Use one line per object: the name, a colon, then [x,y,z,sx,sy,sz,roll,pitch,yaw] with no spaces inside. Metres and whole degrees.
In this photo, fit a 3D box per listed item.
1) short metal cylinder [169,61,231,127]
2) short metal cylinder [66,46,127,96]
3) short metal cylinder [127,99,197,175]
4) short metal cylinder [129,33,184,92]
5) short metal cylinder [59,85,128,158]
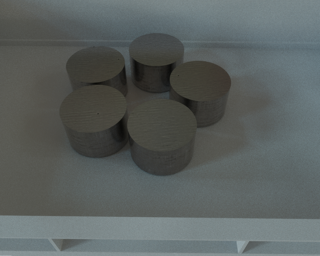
short metal cylinder: [0.053,-0.048,0.426,0.080,0.050,0.080,0,50,0]
short metal cylinder: [-0.089,-0.074,0.447,0.080,0.050,0.080,0,50,0]
short metal cylinder: [0.003,0.010,0.377,0.080,0.050,0.080,0,50,0]
short metal cylinder: [-0.005,-0.100,0.470,0.080,0.050,0.080,0,50,0]
short metal cylinder: [-0.080,-0.009,0.393,0.080,0.050,0.080,0,50,0]
